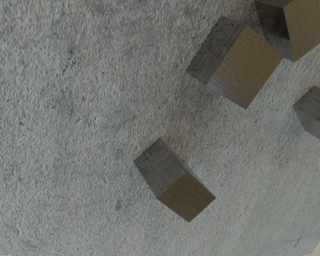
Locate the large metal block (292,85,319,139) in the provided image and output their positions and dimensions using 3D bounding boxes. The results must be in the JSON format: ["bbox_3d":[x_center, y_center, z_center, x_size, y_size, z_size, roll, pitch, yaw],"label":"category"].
[{"bbox_3d":[0.281,-0.014,0.515,0.050,0.080,0.080,-45,129,3],"label":"large metal block"}]

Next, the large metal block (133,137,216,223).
[{"bbox_3d":[0.019,0.071,0.425,0.050,0.080,0.080,-43,129,1],"label":"large metal block"}]

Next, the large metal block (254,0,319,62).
[{"bbox_3d":[0.178,-0.146,0.397,0.080,0.050,0.080,-37,129,-3],"label":"large metal block"}]

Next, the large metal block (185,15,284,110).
[{"bbox_3d":[0.094,-0.081,0.392,0.080,0.050,0.080,23,106,-37],"label":"large metal block"}]
